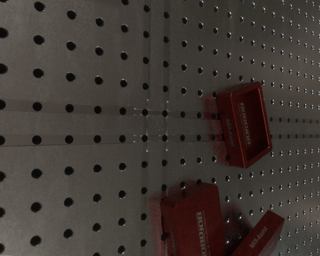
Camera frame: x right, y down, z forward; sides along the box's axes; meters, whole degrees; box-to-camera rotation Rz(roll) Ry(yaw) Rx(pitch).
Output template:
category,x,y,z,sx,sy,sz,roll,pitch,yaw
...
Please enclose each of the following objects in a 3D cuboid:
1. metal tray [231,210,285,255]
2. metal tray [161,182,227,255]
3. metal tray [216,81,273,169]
category,x,y,z,sx,sy,sz,roll,pitch,yaw
metal tray,0.158,0.210,0.519,0.131,0.030,0.089,-33,136,-35
metal tray,0.053,0.155,0.453,0.091,0.030,0.129,-15,100,-39
metal tray,0.148,-0.007,0.532,0.091,0.030,0.129,-24,105,-38
